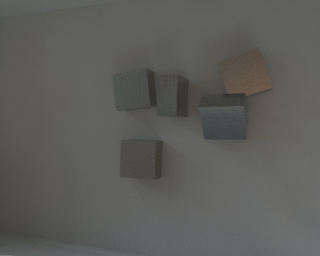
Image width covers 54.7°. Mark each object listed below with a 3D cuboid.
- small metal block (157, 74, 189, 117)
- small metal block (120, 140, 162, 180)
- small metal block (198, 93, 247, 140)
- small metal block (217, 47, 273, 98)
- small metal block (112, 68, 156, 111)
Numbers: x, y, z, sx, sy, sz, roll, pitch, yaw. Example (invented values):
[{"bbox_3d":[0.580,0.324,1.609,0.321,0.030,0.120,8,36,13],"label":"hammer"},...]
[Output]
[{"bbox_3d":[0.017,-0.039,0.391,0.025,0.050,0.050,2,91,20],"label":"small metal block"},{"bbox_3d":[-0.025,0.042,0.419,0.050,0.025,0.050,2,91,20],"label":"small metal block"},{"bbox_3d":[0.077,-0.013,0.369,0.050,0.025,0.050,-1,130,20],"label":"small metal block"},{"bbox_3d":[0.103,-0.063,0.374,0.050,0.025,0.050,-18,84,19],"label":"small metal block"},{"bbox_3d":[-0.034,-0.051,0.423,0.050,0.025,0.050,-7,88,19],"label":"small metal block"}]
